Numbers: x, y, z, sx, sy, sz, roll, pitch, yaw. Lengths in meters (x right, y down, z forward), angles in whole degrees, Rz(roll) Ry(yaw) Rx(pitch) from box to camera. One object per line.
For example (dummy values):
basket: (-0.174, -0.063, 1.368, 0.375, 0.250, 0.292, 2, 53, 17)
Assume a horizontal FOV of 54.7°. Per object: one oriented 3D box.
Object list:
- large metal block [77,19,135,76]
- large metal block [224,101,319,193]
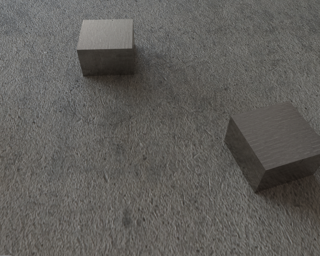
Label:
large metal block: (-0.082, -0.129, 0.495, 0.081, 0.050, 0.080, -2, 50, -2)
large metal block: (0.135, 0.021, 0.370, 0.081, 0.050, 0.080, -14, 52, -12)
